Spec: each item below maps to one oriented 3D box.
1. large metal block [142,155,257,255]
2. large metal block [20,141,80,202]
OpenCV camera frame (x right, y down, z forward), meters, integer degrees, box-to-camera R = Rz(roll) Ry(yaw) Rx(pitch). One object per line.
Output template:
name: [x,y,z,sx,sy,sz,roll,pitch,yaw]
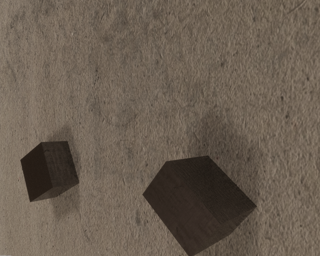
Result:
large metal block: [0.043,0.078,0.332,0.080,0.081,0.050,48,118,29]
large metal block: [-0.196,0.076,0.547,0.080,0.050,0.080,-32,70,35]
